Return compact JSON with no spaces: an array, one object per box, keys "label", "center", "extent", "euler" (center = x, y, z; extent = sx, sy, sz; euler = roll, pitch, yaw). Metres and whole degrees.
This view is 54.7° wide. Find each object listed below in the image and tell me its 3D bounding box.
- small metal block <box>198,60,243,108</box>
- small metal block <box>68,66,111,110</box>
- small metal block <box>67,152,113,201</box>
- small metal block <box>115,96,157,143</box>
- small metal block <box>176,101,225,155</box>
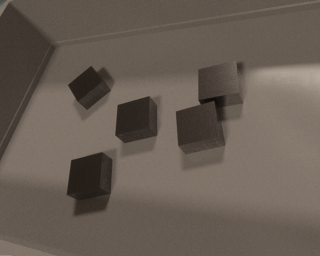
[{"label":"small metal block","center":[0.077,-0.054,0.398],"extent":[0.050,0.025,0.050],"euler":[-10,57,22]},{"label":"small metal block","center":[-0.115,-0.066,0.504],"extent":[0.050,0.025,0.050],"euler":[-39,51,1]},{"label":"small metal block","center":[-0.093,0.065,0.413],"extent":[0.050,0.025,0.050],"euler":[-15,56,19]},{"label":"small metal block","center":[-0.032,-0.011,0.428],"extent":[0.050,0.025,0.050],"euler":[-13,56,20]},{"label":"small metal block","center":[0.049,0.000,0.379],"extent":[0.050,0.025,0.050],"euler":[-15,56,19]}]
